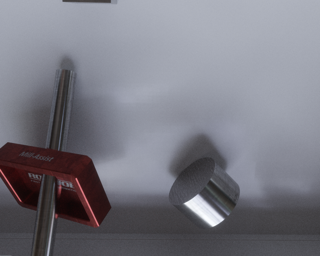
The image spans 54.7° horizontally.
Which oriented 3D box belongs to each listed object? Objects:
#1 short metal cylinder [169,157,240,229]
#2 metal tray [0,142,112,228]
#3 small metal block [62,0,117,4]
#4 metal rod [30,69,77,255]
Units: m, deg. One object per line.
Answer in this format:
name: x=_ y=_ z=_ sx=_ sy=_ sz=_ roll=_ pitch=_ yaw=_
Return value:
short metal cylinder: x=0.058 y=0.086 z=0.414 sx=0.080 sy=0.080 sz=0.050 roll=-41 pitch=105 yaw=13
metal tray: x=-0.131 y=0.067 z=0.373 sx=0.130 sy=0.030 sz=0.089 roll=6 pitch=129 yaw=24
small metal block: x=-0.076 y=-0.151 z=0.341 sx=0.050 sy=0.050 sz=0.025 roll=1 pitch=110 yaw=-1
metal rod: x=-0.132 y=0.078 z=0.372 sx=0.025 sy=0.025 sz=0.298 roll=6 pitch=85 yaw=-3
